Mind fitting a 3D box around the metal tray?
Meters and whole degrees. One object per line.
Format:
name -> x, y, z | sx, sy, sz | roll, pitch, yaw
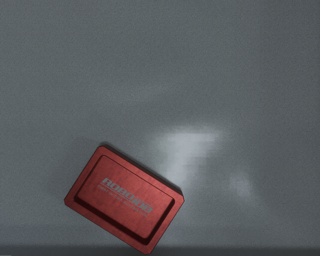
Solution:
metal tray -> -0.045, 0.092, 0.408 | 0.130, 0.030, 0.090 | 32, 90, -1
